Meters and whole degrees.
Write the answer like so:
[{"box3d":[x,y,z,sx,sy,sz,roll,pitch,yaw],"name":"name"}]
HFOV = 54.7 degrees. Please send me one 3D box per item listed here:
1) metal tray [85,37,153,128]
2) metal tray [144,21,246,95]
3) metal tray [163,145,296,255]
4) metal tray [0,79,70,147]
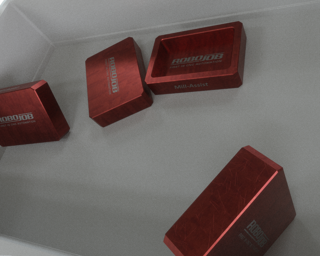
[{"box3d":[-0.067,-0.074,0.481,0.090,0.030,0.130,-23,53,13],"name":"metal tray"},{"box3d":[0.050,-0.096,0.434,0.130,0.030,0.090,-2,61,26],"name":"metal tray"},{"box3d":[0.066,0.080,0.254,0.090,0.130,0.030,-48,52,-5],"name":"metal tray"},{"box3d":[-0.217,-0.020,0.485,0.130,0.090,0.030,-6,28,24],"name":"metal tray"}]
